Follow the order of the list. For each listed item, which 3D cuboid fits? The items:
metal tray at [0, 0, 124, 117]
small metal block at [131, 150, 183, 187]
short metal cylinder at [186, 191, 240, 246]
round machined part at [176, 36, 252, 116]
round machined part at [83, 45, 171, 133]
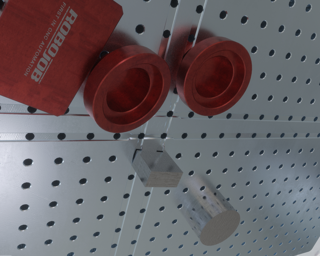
[{"bbox_3d":[-0.107,-0.084,0.297,0.090,0.030,0.129,25,105,-37],"label":"metal tray"},{"bbox_3d":[-0.004,0.056,0.428,0.050,0.050,0.025,7,115,-32],"label":"small metal block"},{"bbox_3d":[0.092,0.158,0.544,0.081,0.050,0.079,-14,124,-21],"label":"short metal cylinder"},{"bbox_3d":[0.064,-0.068,0.394,0.099,0.042,0.097,-14,124,-21],"label":"round machined part"},{"bbox_3d":[-0.039,-0.046,0.340,0.099,0.042,0.097,-29,142,-25],"label":"round machined part"}]
